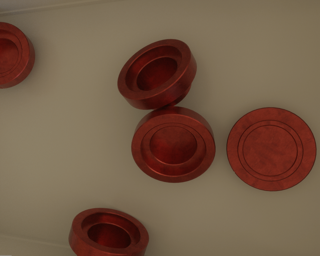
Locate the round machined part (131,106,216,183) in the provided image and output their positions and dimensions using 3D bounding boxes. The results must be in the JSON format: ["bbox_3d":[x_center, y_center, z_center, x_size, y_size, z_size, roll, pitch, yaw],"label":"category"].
[{"bbox_3d":[0.017,0.016,0.379,0.099,0.042,0.097,2,120,3],"label":"round machined part"}]

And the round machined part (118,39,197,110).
[{"bbox_3d":[0.000,-0.061,0.384,0.098,0.042,0.098,-17,48,20],"label":"round machined part"}]

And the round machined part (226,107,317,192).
[{"bbox_3d":[0.126,0.025,0.357,0.098,0.042,0.097,0,90,19],"label":"round machined part"}]

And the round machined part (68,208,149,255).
[{"bbox_3d":[-0.067,0.147,0.394,0.098,0.098,0.042,21,103,18],"label":"round machined part"}]

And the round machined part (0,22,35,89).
[{"bbox_3d":[-0.240,-0.107,0.473,0.099,0.042,0.097,0,82,0],"label":"round machined part"}]
